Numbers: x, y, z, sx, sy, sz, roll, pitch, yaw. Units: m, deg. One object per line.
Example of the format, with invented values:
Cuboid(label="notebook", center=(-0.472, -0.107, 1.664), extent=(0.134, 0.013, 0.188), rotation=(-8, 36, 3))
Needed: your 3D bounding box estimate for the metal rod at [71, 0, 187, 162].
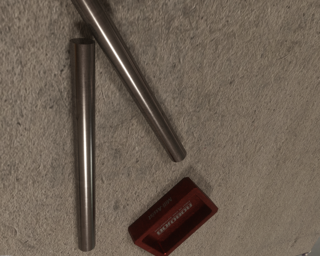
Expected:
Cuboid(label="metal rod", center=(-0.033, -0.060, 0.352), extent=(0.025, 0.025, 0.299), rotation=(-35, 129, -5))

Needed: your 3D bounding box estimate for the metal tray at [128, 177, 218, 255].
Cuboid(label="metal tray", center=(0.024, 0.151, 0.512), extent=(0.130, 0.030, 0.090), rotation=(-42, 130, 0))

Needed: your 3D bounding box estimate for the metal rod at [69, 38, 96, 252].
Cuboid(label="metal rod", center=(-0.093, 0.042, 0.383), extent=(0.025, 0.025, 0.298), rotation=(-8, 122, -25))
